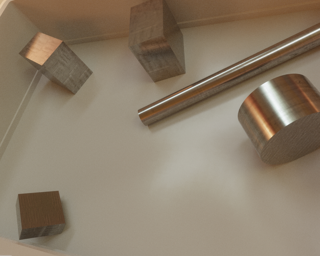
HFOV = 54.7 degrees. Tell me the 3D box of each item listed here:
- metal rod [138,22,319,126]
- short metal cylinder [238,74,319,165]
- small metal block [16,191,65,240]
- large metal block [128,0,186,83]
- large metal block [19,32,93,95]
[{"bbox_3d":[0.109,-0.075,0.393,0.301,0.025,0.025,-25,53,12],"label":"metal rod"},{"bbox_3d":[0.126,-0.007,0.308,0.080,0.080,0.050,-28,53,10],"label":"short metal cylinder"},{"bbox_3d":[-0.154,0.111,0.398,0.025,0.050,0.050,-61,41,35],"label":"small metal block"},{"bbox_3d":[-0.002,-0.127,0.448,0.050,0.080,0.080,-14,56,20],"label":"large metal block"},{"bbox_3d":[-0.176,-0.111,0.528,0.080,0.080,0.050,27,77,37],"label":"large metal block"}]
